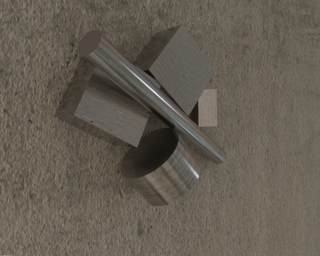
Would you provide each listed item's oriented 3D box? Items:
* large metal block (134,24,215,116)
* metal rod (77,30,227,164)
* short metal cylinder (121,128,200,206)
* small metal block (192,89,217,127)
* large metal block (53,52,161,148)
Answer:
[{"bbox_3d":[0.015,-0.071,0.399,0.080,0.050,0.080,47,62,-30],"label":"large metal block"},{"bbox_3d":[0.017,-0.012,0.367,0.301,0.025,0.025,37,66,-51],"label":"metal rod"},{"bbox_3d":[0.001,0.045,0.370,0.080,0.080,0.050,-51,121,-27],"label":"short metal cylinder"},{"bbox_3d":[0.062,-0.027,0.438,0.025,0.050,0.050,-1,92,-4],"label":"small metal block"},{"bbox_3d":[-0.056,-0.032,0.343,0.080,0.050,0.080,31,71,-36],"label":"large metal block"}]
